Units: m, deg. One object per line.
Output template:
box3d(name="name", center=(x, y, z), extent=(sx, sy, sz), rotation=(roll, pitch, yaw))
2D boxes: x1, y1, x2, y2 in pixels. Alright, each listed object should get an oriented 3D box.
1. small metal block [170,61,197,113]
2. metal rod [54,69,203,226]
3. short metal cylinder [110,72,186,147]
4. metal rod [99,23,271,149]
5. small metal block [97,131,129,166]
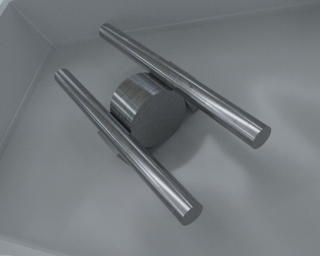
box3d(name="small metal block", center=(0.029, -0.053, 0.403), extent=(0.025, 0.050, 0.050), rotation=(-45, 51, -3))
box3d(name="metal rod", center=(-0.059, 0.000, 0.370), extent=(0.025, 0.025, 0.300), rotation=(-45, 51, -4))
box3d(name="short metal cylinder", center=(-0.015, -0.023, 0.389), extent=(0.080, 0.080, 0.050), rotation=(-45, 51, -3))
box3d(name="metal rod", center=(0.006, -0.069, 0.378), extent=(0.025, 0.025, 0.300), rotation=(-45, 51, -4))
box3d(name="small metal block", center=(-0.046, 0.022, 0.397), extent=(0.025, 0.050, 0.050), rotation=(-45, 51, -3))
